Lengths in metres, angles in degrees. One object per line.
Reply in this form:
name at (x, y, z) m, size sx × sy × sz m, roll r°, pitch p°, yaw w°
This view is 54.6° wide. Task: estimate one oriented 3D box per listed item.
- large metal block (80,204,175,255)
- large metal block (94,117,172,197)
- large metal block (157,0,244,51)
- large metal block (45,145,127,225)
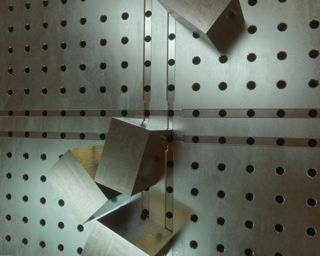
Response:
large metal block at (-0.038, 0.149, 0.397) m, size 0.080 × 0.080 × 0.050 m, roll 27°, pitch 99°, yaw 18°
large metal block at (-0.031, 0.033, 0.395) m, size 0.050 × 0.080 × 0.080 m, roll 19°, pitch 96°, yaw 19°
large metal block at (0.048, -0.143, 0.367) m, size 0.080 × 0.080 × 0.050 m, roll 41°, pitch 103°, yaw 15°
large metal block at (-0.090, 0.071, 0.416) m, size 0.050 × 0.080 × 0.080 m, roll -44°, pitch 76°, yaw 15°
